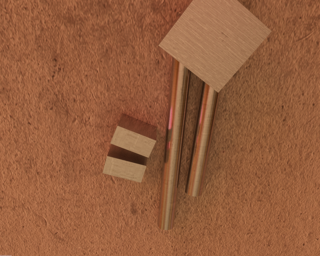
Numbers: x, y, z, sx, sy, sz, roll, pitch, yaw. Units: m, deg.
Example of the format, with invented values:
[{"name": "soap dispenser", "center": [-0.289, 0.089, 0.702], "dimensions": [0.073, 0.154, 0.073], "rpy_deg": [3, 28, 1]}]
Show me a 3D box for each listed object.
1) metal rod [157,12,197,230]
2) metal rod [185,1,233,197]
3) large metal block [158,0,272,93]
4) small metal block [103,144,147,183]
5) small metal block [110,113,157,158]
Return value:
[{"name": "metal rod", "center": [0.020, 0.005, 0.412], "dimensions": [0.025, 0.025, 0.298], "rpy_deg": [4, 110, -2]}, {"name": "metal rod", "center": [0.065, -0.047, 0.393], "dimensions": [0.025, 0.025, 0.298], "rpy_deg": [6, 110, -3]}, {"name": "large metal block", "center": [0.055, -0.098, 0.333], "dimensions": [0.080, 0.050, 0.080], "rpy_deg": [36, 106, -13]}, {"name": "small metal block", "center": [-0.045, 0.044, 0.412], "dimensions": [0.050, 0.050, 0.025], "rpy_deg": [15, 109, -6]}, {"name": "small metal block", "center": [-0.033, 0.008, 0.399], "dimensions": [0.050, 0.050, 0.025], "rpy_deg": [22, 109, -8]}]
